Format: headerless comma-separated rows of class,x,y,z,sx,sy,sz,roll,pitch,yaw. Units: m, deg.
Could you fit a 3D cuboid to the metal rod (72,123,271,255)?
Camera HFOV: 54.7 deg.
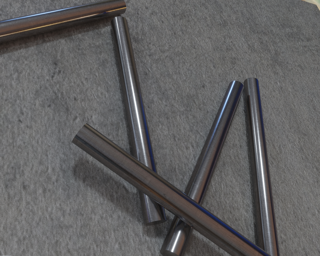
metal rod,0.037,0.094,0.334,0.301,0.025,0.025,36,51,-5

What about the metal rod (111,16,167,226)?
metal rod,-0.033,-0.028,0.403,0.025,0.025,0.299,2,61,-28

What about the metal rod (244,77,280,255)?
metal rod,0.146,0.044,0.457,0.025,0.025,0.300,18,54,-18

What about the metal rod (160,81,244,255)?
metal rod,0.069,0.033,0.422,0.025,0.025,0.301,34,51,-6

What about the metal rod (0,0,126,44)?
metal rod,-0.163,-0.132,0.396,0.302,0.025,0.025,-31,80,-38
